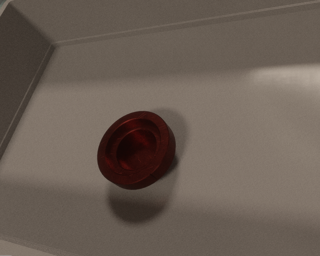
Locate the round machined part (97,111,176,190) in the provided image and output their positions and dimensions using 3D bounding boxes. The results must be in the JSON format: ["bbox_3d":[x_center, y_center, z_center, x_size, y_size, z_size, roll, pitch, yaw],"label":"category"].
[{"bbox_3d":[-0.025,0.031,0.388,0.098,0.042,0.098,-13,56,20],"label":"round machined part"}]
